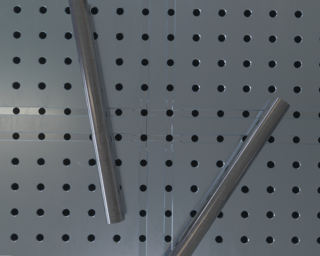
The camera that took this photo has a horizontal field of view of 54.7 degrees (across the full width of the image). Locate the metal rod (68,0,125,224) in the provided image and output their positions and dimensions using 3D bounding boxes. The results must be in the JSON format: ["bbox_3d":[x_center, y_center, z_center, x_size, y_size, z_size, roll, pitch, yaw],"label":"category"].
[{"bbox_3d":[-0.084,-0.024,0.412,0.025,0.025,0.298,-10,90,0],"label":"metal rod"}]

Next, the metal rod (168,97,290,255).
[{"bbox_3d":[0.080,0.090,0.413,0.025,0.025,0.299,34,90,0],"label":"metal rod"}]
